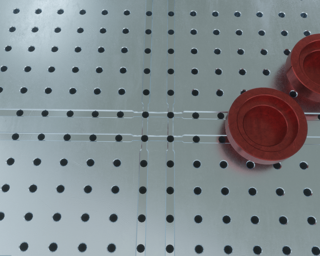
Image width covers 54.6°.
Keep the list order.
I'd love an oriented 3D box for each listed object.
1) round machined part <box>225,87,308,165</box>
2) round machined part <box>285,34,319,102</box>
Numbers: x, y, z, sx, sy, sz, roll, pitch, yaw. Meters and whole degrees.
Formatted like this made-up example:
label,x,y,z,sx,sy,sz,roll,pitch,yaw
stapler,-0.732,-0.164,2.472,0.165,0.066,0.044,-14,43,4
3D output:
label,x,y,z,sx,sy,sz,roll,pitch,yaw
round machined part,0.134,0.000,0.403,0.099,0.042,0.098,0,70,0
round machined part,0.224,-0.079,0.433,0.099,0.042,0.098,0,70,0
